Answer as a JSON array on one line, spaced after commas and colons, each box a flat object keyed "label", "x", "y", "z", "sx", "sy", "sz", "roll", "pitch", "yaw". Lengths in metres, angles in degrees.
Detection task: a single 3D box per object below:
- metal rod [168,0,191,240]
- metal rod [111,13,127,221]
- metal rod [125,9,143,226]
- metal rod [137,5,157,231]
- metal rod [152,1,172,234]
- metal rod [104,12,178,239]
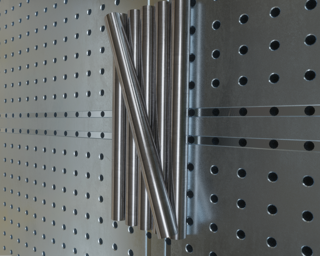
[{"label": "metal rod", "x": 0.024, "y": -0.012, "z": 0.391, "sx": 0.025, "sy": 0.025, "sz": 0.298, "roll": 2, "pitch": 91, "yaw": 40}, {"label": "metal rod", "x": -0.058, "y": -0.015, "z": 0.457, "sx": 0.025, "sy": 0.025, "sz": 0.298, "roll": 1, "pitch": 91, "yaw": 40}, {"label": "metal rod", "x": -0.035, "y": -0.014, "z": 0.439, "sx": 0.025, "sy": 0.025, "sz": 0.298, "roll": 1, "pitch": 91, "yaw": 40}, {"label": "metal rod", "x": -0.017, "y": -0.013, "z": 0.423, "sx": 0.025, "sy": 0.025, "sz": 0.298, "roll": 1, "pitch": 91, "yaw": 40}, {"label": "metal rod", "x": 0.004, "y": -0.013, "z": 0.408, "sx": 0.025, "sy": 0.025, "sz": 0.298, "roll": 1, "pitch": 91, "yaw": 40}, {"label": "metal rod", "x": -0.028, "y": -0.013, "z": 0.401, "sx": 0.025, "sy": 0.025, "sz": 0.299, "roll": -24, "pitch": 75, "yaw": 37}]
